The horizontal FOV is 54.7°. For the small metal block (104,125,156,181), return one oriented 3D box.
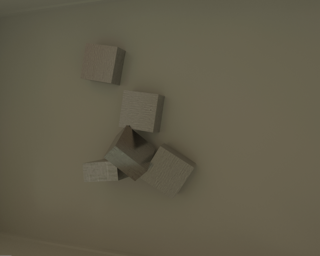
[{"bbox_3d":[-0.037,0.031,0.399,0.050,0.050,0.025,40,121,-12],"label":"small metal block"}]

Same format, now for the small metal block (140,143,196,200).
[{"bbox_3d":[0.011,0.055,0.402,0.050,0.025,0.050,33,101,7],"label":"small metal block"}]

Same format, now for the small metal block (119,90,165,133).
[{"bbox_3d":[-0.024,-0.023,0.419,0.050,0.025,0.050,9,93,19],"label":"small metal block"}]

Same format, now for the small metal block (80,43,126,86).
[{"bbox_3d":[-0.081,-0.090,0.439,0.050,0.025,0.050,12,94,19],"label":"small metal block"}]

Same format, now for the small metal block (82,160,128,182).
[{"bbox_3d":[-0.069,0.056,0.421,0.050,0.050,0.025,-6,88,20],"label":"small metal block"}]
